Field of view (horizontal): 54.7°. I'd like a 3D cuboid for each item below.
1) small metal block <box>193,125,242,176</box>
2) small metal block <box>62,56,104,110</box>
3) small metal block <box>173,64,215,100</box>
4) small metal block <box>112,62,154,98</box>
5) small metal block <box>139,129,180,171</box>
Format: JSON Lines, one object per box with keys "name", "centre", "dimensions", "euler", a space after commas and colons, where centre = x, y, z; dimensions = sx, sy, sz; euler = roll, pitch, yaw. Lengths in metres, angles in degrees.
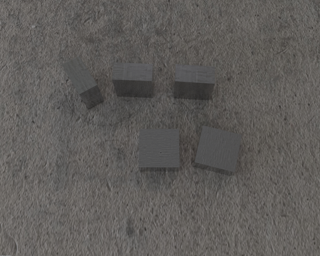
{"name": "small metal block", "centre": [0.073, 0.029, 0.398], "dimensions": [0.050, 0.025, 0.050], "euler": [14, 71, 5]}
{"name": "small metal block", "centre": [-0.102, -0.059, 0.416], "dimensions": [0.025, 0.050, 0.050], "euler": [-31, 73, -10]}
{"name": "small metal block", "centre": [0.045, -0.061, 0.417], "dimensions": [0.050, 0.050, 0.025], "euler": [4, 70, 1]}
{"name": "small metal block", "centre": [-0.035, -0.063, 0.418], "dimensions": [0.050, 0.050, 0.025], "euler": [2, 70, 1]}
{"name": "small metal block", "centre": [-0.001, 0.029, 0.397], "dimensions": [0.050, 0.025, 0.050], "euler": [0, 70, 0]}
